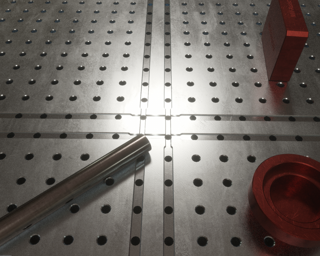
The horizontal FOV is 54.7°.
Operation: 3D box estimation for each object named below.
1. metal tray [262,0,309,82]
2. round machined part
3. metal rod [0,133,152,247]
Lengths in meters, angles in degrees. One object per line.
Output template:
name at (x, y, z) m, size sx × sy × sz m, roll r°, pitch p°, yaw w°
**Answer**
metal tray at (0.194, -0.148, 0.492) m, size 0.030 × 0.089 × 0.130 m, roll 5°, pitch 50°, yaw 4°
round machined part at (0.144, 0.079, 0.332) m, size 0.099 × 0.042 × 0.098 m, roll 0°, pitch 50°, yaw 0°
metal rod at (-0.136, 0.090, 0.330) m, size 0.302 × 0.025 × 0.025 m, roll -31°, pitch 57°, yaw -24°
